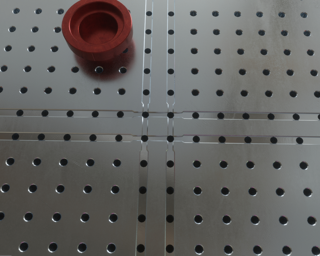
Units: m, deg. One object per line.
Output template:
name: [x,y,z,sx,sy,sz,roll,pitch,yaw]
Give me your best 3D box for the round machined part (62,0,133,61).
round machined part: [-0.088,-0.139,0.453,0.099,0.042,0.098,0,70,0]
